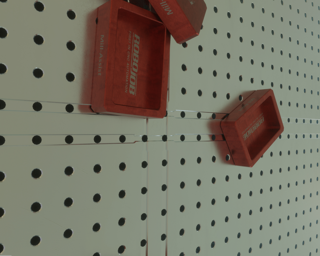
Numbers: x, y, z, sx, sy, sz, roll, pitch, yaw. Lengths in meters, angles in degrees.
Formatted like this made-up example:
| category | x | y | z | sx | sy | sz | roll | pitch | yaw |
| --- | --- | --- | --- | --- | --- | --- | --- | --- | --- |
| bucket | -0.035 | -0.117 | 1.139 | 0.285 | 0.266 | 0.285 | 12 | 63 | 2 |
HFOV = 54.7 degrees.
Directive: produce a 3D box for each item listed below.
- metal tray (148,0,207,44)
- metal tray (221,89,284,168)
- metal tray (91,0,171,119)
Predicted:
| category | x | y | z | sx | sy | sz | roll | pitch | yaw |
| --- | --- | --- | --- | --- | --- | --- | --- | --- | --- |
| metal tray | 0.010 | -0.184 | 0.395 | 0.130 | 0.030 | 0.090 | 50 | 38 | -29 |
| metal tray | 0.168 | -0.002 | 0.549 | 0.131 | 0.030 | 0.090 | -37 | 113 | -34 |
| metal tray | -0.032 | -0.079 | 0.380 | 0.091 | 0.030 | 0.129 | 6 | 86 | -40 |
